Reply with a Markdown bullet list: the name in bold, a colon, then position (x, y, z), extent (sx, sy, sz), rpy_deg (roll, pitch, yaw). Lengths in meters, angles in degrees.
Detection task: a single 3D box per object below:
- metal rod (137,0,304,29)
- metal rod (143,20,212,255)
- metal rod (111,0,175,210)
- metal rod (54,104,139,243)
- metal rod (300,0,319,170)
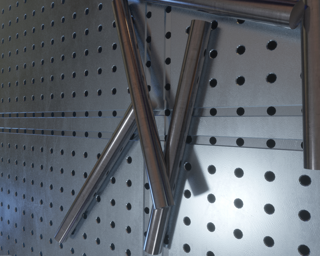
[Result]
- **metal rod**: position (0.023, -0.159, 0.374), extent (0.300, 0.025, 0.025), rpy_deg (30, 109, 40)
- **metal rod**: position (0.020, 0.019, 0.391), extent (0.025, 0.025, 0.298), rpy_deg (19, 102, 38)
- **metal rod**: position (-0.027, -0.045, 0.409), extent (0.025, 0.025, 0.299), rpy_deg (-27, 67, 36)
- **metal rod**: position (-0.101, 0.080, 0.489), extent (0.025, 0.025, 0.298), rpy_deg (48, 118, 29)
- **metal rod**: position (0.144, -0.112, 0.289), extent (0.025, 0.025, 0.298), rpy_deg (-2, 89, 39)
